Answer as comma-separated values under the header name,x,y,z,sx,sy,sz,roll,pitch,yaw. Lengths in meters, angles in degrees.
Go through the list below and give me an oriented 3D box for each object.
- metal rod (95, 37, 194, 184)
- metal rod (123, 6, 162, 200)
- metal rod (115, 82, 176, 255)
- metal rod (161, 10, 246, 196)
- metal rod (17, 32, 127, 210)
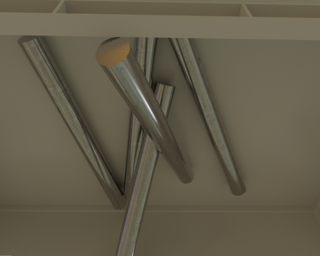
name,x,y,z,sx,sy,sz,roll,pitch,yaw
metal rod,0.004,0.010,0.344,0.025,0.025,0.300,-12,152,10
metal rod,-0.029,-0.004,0.404,0.025,0.025,0.298,5,130,-5
metal rod,-0.027,0.088,0.404,0.025,0.025,0.298,11,104,-10
metal rod,0.069,-0.007,0.403,0.025,0.025,0.299,-17,128,14
metal rod,-0.102,0.015,0.419,0.025,0.025,0.299,-11,130,9
